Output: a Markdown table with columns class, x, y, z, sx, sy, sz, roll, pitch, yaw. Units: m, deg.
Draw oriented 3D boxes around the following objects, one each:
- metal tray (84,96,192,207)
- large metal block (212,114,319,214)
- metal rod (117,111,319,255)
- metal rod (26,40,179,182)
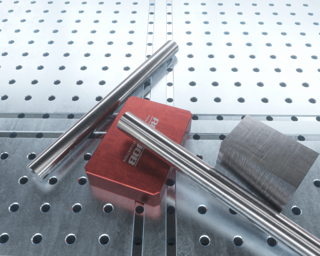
| class | x | y | z | sx | sy | sz | roll | pitch | yaw |
| --- | --- | --- | --- | --- | --- | --- | --- | --- | --- |
| metal tray | -0.022 | 0.022 | 0.385 | 0.090 | 0.030 | 0.130 | 16 | 52 | 13 |
| large metal block | 0.108 | 0.045 | 0.335 | 0.080 | 0.080 | 0.050 | 33 | 58 | 24 |
| metal rod | 0.078 | 0.072 | 0.321 | 0.300 | 0.025 | 0.025 | 34 | 57 | 16 |
| metal rod | -0.063 | -0.042 | 0.441 | 0.025 | 0.025 | 0.301 | 27 | 55 | 21 |
